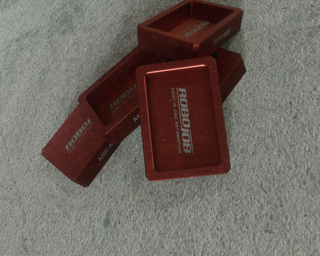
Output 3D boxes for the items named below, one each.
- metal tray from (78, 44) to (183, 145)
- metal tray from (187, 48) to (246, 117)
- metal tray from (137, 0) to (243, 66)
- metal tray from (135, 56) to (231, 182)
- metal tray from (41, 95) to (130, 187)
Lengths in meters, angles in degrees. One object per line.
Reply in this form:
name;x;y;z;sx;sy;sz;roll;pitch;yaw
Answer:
metal tray;-0.038;-0.051;0.413;0.130;0.030;0.090;-41;51;-1
metal tray;0.038;-0.075;0.427;0.130;0.030;0.090;30;78;37
metal tray;0.043;-0.134;0.417;0.090;0.030;0.131;25;47;26
metal tray;0.025;-0.009;0.350;0.090;0.030;0.129;-7;82;5
metal tray;-0.100;0.008;0.447;0.090;0.030;0.130;27;76;37
